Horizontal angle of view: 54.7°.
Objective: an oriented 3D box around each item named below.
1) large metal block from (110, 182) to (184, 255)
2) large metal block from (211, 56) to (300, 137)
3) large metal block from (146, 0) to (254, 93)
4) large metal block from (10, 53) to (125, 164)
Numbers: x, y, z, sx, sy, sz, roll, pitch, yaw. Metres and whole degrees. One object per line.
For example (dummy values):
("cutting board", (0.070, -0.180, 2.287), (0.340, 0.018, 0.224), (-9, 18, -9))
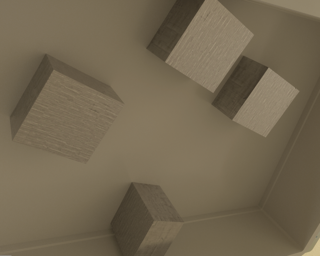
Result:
("large metal block", (-0.021, 0.137, 0.446), (0.050, 0.080, 0.080), (16, 110, -35))
("large metal block", (0.135, -0.043, 0.439), (0.080, 0.050, 0.080), (22, 106, -36))
("large metal block", (0.046, -0.099, 0.356), (0.080, 0.050, 0.080), (25, 105, -37))
("large metal block", (-0.098, -0.018, 0.327), (0.080, 0.050, 0.080), (26, 104, -37))
